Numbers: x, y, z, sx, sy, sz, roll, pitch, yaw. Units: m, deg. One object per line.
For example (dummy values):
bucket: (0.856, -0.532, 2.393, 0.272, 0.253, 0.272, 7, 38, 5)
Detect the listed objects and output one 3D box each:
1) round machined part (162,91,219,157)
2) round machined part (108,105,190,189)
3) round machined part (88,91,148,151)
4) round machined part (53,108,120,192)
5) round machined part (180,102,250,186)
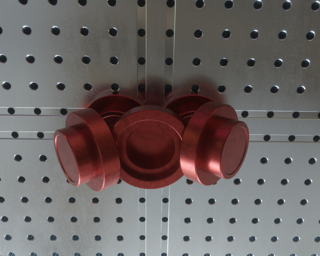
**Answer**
round machined part: (0.043, 0.004, 0.406, 0.099, 0.042, 0.097, 0, 110, -1)
round machined part: (-0.011, 0.019, 0.365, 0.099, 0.042, 0.097, 0, 110, -1)
round machined part: (-0.056, 0.004, 0.405, 0.099, 0.042, 0.097, 0, 110, -1)
round machined part: (-0.090, 0.029, 0.359, 0.042, 0.098, 0.097, -20, 115, -33)
round machined part: (0.069, 0.021, 0.359, 0.042, 0.099, 0.097, 17, 116, 37)
